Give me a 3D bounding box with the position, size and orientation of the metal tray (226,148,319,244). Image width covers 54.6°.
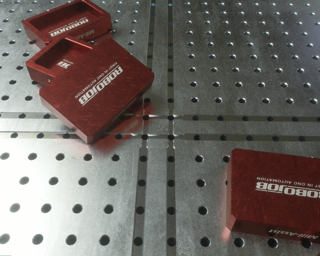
[{"bbox_3d":[0.142,0.074,0.343,0.131,0.030,0.090,7,50,5],"label":"metal tray"}]

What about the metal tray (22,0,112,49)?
[{"bbox_3d":[-0.164,-0.185,0.559,0.131,0.030,0.090,-35,58,-26],"label":"metal tray"}]

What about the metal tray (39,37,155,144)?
[{"bbox_3d":[-0.082,-0.054,0.421,0.090,0.030,0.130,40,65,5],"label":"metal tray"}]

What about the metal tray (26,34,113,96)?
[{"bbox_3d":[-0.122,-0.090,0.474,0.130,0.030,0.090,23,54,14],"label":"metal tray"}]

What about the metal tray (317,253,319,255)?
[{"bbox_3d":[0.225,0.148,0.281,0.131,0.030,0.090,-6,50,-5],"label":"metal tray"}]
